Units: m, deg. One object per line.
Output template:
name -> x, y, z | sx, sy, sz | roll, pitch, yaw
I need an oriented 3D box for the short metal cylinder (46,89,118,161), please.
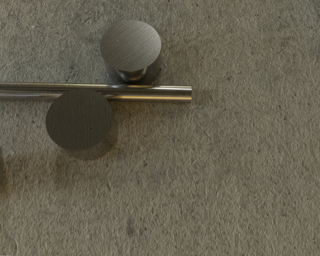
short metal cylinder -> -0.097, -0.003, 0.395 | 0.081, 0.050, 0.080 | 0, 70, 0

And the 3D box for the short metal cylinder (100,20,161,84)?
short metal cylinder -> -0.039, -0.101, 0.431 | 0.081, 0.050, 0.080 | 0, 70, 0

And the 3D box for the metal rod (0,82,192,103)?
metal rod -> -0.109, -0.049, 0.425 | 0.302, 0.025, 0.025 | 1, 70, 0

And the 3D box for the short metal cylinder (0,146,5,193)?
short metal cylinder -> -0.226, 0.052, 0.358 | 0.081, 0.080, 0.050 | -12, 71, -4
